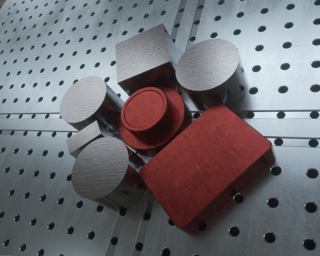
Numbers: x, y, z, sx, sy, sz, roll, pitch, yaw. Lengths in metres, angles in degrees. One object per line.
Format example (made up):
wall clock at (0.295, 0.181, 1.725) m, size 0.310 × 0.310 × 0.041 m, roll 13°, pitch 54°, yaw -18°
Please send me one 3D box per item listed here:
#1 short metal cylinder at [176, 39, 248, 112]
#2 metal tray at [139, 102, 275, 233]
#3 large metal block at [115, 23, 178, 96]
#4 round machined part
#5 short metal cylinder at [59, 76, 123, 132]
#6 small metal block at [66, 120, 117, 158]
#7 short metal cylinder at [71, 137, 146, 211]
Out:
short metal cylinder at (0.067, -0.067, 0.397) m, size 0.080 × 0.050 × 0.080 m, roll -13°, pitch 56°, yaw 21°
metal tray at (0.050, 0.041, 0.352) m, size 0.130 × 0.030 × 0.090 m, roll -42°, pitch 51°, yaw -1°
large metal block at (-0.017, -0.096, 0.461) m, size 0.080 × 0.050 × 0.080 m, roll -19°, pitch 54°, yaw 17°
round machined part at (-0.013, -0.016, 0.413) m, size 0.098 × 0.042 × 0.098 m, roll -13°, pitch 56°, yaw 21°
short metal cylinder at (-0.101, -0.030, 0.463) m, size 0.080 × 0.050 × 0.080 m, roll -13°, pitch 56°, yaw 21°
small metal block at (-0.090, 0.023, 0.424) m, size 0.050 × 0.050 × 0.025 m, roll -33°, pitch 52°, yaw 7°
short metal cylinder at (-0.062, 0.058, 0.389) m, size 0.080 × 0.050 × 0.080 m, roll -13°, pitch 56°, yaw 21°
